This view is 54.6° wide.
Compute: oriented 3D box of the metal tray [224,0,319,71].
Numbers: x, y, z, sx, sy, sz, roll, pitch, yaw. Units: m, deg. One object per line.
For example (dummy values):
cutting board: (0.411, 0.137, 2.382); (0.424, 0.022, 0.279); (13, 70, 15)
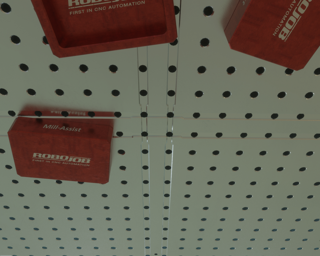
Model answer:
metal tray: (0.132, -0.128, 0.301); (0.091, 0.030, 0.129); (15, 129, -12)

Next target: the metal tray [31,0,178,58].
metal tray: (-0.053, -0.123, 0.302); (0.131, 0.030, 0.090); (-7, 130, 5)

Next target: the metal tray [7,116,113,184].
metal tray: (-0.135, 0.034, 0.436); (0.131, 0.030, 0.089); (6, 130, -6)
